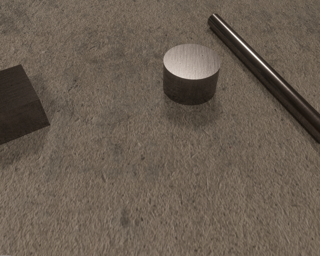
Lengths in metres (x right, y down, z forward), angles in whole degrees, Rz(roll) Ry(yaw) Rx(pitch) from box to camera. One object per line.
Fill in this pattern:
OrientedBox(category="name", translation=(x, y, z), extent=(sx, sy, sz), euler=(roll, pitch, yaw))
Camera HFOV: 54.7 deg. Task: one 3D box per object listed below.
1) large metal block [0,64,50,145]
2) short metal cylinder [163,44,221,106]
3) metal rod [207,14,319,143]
OrientedBox(category="large metal block", translation=(-0.205, -0.030, 0.410), extent=(0.081, 0.050, 0.080), euler=(-25, 55, -20))
OrientedBox(category="short metal cylinder", translation=(0.045, -0.079, 0.454), extent=(0.081, 0.050, 0.080), euler=(0, 50, 0))
OrientedBox(category="metal rod", translation=(0.157, -0.094, 0.483), extent=(0.025, 0.025, 0.300), euler=(-18, 52, -15))
